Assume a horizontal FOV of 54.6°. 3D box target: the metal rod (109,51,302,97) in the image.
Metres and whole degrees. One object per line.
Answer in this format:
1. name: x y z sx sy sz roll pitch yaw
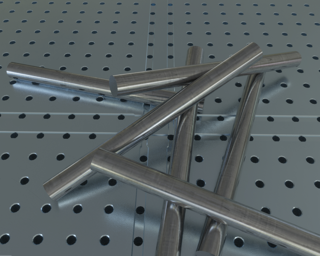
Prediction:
1. metal rod: 0.079 -0.077 0.415 0.302 0.025 0.025 -13 50 -27

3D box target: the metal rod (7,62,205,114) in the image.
1. metal rod: -0.084 -0.061 0.458 0.301 0.025 0.025 11 51 9

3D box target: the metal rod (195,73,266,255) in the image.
1. metal rod: 0.100 0.018 0.392 0.025 0.025 0.301 16 52 13

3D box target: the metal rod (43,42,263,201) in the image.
1. metal rod: -0.001 -0.013 0.370 0.301 0.025 0.025 -35 57 -8

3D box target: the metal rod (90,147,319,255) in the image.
1. metal rod: 0.075 0.085 0.305 0.301 0.025 0.025 21 53 5

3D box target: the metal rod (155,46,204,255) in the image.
1. metal rod: 0.029 0.012 0.375 0.025 0.025 0.300 7 57 6
